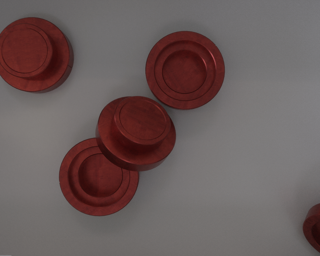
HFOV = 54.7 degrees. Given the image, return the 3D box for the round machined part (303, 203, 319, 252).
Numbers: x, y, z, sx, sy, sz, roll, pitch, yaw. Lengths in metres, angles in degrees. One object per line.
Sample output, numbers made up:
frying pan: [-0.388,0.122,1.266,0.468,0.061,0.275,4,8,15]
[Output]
round machined part: [0.236,0.127,0.386,0.098,0.098,0.042,45,54,0]

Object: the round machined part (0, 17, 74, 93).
round machined part: [-0.167,-0.096,0.401,0.099,0.042,0.097,0,90,0]

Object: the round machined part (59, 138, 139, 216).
round machined part: [-0.075,0.060,0.402,0.099,0.042,0.097,0,90,0]

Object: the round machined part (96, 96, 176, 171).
round machined part: [-0.026,0.000,0.378,0.099,0.042,0.098,11,55,-15]

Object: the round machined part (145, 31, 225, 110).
round machined part: [0.031,-0.072,0.403,0.099,0.042,0.097,0,90,0]
